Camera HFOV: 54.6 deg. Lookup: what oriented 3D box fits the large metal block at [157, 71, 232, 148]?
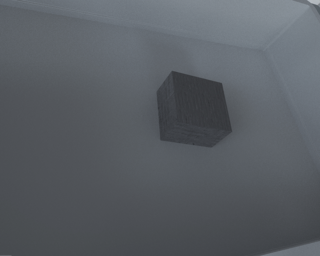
[{"bbox_3d":[0.045,-0.024,0.428,0.081,0.050,0.080,9,58,-23],"label":"large metal block"}]
